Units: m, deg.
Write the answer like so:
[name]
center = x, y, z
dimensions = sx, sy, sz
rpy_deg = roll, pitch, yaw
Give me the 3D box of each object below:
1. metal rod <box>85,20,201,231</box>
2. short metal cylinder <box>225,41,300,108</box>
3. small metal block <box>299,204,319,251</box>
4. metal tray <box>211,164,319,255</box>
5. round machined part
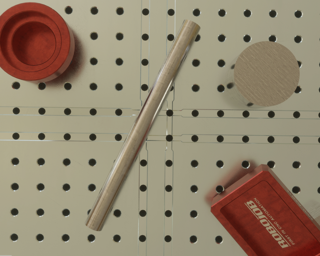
[metal rod]
center = -0.023, -0.004, 0.413
dimensions = 0.025, 0.025, 0.299
rpy_deg = 26, 90, 0
[short metal cylinder]
center = 0.130, -0.066, 0.402
dimensions = 0.081, 0.050, 0.079
rpy_deg = 0, 90, 0
[small metal block]
center = 0.216, 0.138, 0.415
dimensions = 0.050, 0.025, 0.050
rpy_deg = -35, 90, 0
[metal tray]
center = 0.140, 0.123, 0.395
dimensions = 0.090, 0.030, 0.130
rpy_deg = -41, 88, 18
[round machined part]
center = -0.160, -0.107, 0.403
dimensions = 0.099, 0.042, 0.097
rpy_deg = 0, 90, 0
